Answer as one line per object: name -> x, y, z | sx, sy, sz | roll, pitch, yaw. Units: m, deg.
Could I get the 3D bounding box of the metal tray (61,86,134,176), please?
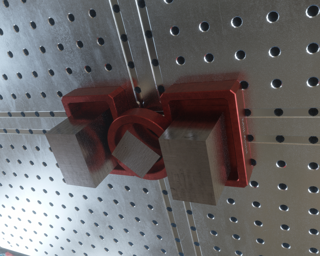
metal tray -> -0.081, 0.007, 0.454 | 0.090, 0.030, 0.129 | 1, 119, 28

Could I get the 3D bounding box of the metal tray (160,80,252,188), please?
metal tray -> 0.059, 0.010, 0.382 | 0.090, 0.030, 0.129 | 0, 118, 28

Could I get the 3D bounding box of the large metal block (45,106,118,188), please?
large metal block -> -0.097, 0.023, 0.424 | 0.050, 0.080, 0.080 | 1, 119, 28

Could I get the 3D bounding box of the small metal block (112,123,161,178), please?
small metal block -> -0.025, 0.027, 0.389 | 0.050, 0.025, 0.050 | 38, 129, 2

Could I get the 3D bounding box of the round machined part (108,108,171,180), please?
round machined part -> -0.016, 0.017, 0.408 | 0.098, 0.042, 0.097 | 13, 124, 21

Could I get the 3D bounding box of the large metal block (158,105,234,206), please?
large metal block -> 0.046, 0.027, 0.351 | 0.050, 0.080, 0.080 | 2, 119, 28
